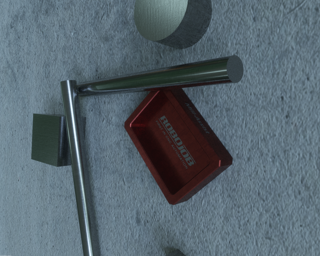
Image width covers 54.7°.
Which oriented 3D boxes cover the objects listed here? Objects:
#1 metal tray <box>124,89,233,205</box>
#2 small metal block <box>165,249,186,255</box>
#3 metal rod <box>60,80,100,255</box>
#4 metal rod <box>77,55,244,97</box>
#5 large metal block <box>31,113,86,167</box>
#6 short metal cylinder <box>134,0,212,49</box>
[{"bbox_3d":[0.017,0.017,0.385,0.090,0.030,0.130,-47,62,29],"label":"metal tray"},{"bbox_3d":[0.021,0.179,0.370,0.050,0.050,0.025,33,110,35],"label":"small metal block"},{"bbox_3d":[-0.124,0.075,0.487,0.025,0.025,0.298,-7,91,39],"label":"metal rod"},{"bbox_3d":[-0.029,-0.058,0.393,0.300,0.025,0.025,3,92,50],"label":"metal rod"},{"bbox_3d":[-0.174,0.018,0.529,0.080,0.050,0.079,7,94,39],"label":"large metal block"},{"bbox_3d":[0.015,-0.141,0.375,0.080,0.050,0.079,0,90,39],"label":"short metal cylinder"}]
